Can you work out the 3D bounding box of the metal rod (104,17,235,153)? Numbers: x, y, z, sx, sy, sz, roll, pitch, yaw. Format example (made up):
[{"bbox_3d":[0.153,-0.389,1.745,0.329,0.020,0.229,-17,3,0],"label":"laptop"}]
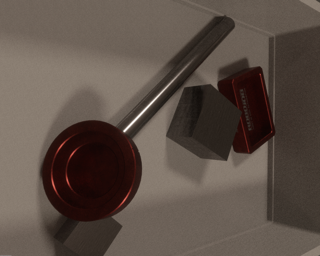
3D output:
[{"bbox_3d":[0.023,-0.069,0.427,0.301,0.025,0.025,-49,119,-29],"label":"metal rod"}]

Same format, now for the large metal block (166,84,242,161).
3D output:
[{"bbox_3d":[0.066,-0.006,0.448,0.080,0.050,0.080,33,69,-35],"label":"large metal block"}]

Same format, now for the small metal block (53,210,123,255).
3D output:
[{"bbox_3d":[-0.078,0.115,0.343,0.050,0.025,0.050,50,60,-29],"label":"small metal block"}]

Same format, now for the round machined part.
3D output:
[{"bbox_3d":[-0.065,0.044,0.318,0.042,0.098,0.098,43,58,-72],"label":"round machined part"}]

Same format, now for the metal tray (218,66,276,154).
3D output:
[{"bbox_3d":[0.152,-0.031,0.533,0.091,0.030,0.129,-28,108,-37],"label":"metal tray"}]
